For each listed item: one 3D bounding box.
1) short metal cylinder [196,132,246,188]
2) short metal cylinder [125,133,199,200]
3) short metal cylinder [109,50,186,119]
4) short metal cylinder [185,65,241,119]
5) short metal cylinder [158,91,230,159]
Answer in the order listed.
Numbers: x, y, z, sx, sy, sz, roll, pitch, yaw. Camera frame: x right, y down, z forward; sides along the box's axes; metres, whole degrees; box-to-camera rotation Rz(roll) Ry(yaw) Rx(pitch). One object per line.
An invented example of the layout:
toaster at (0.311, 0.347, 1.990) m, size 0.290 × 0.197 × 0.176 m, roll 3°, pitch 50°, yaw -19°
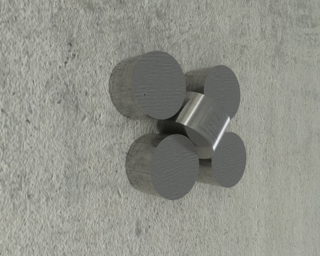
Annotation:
short metal cylinder at (0.084, 0.045, 0.462) m, size 0.081 × 0.050 × 0.079 m, roll 0°, pitch 90°, yaw -40°
short metal cylinder at (0.004, 0.047, 0.394) m, size 0.081 × 0.050 × 0.079 m, roll 0°, pitch 90°, yaw -40°
short metal cylinder at (-0.015, -0.050, 0.378) m, size 0.081 × 0.050 × 0.079 m, roll 0°, pitch 90°, yaw -40°
short metal cylinder at (0.072, -0.048, 0.450) m, size 0.081 × 0.050 × 0.079 m, roll 0°, pitch 90°, yaw -40°
short metal cylinder at (0.045, -0.003, 0.411) m, size 0.080 × 0.080 × 0.050 m, roll 47°, pitch 62°, yaw -30°
